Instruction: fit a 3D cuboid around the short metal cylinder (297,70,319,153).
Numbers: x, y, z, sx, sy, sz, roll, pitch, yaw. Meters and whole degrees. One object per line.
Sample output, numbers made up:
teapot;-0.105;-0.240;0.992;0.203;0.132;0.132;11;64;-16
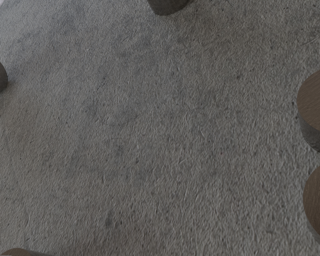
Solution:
short metal cylinder;0.180;-0.016;0.303;0.080;0.050;0.080;-13;56;21

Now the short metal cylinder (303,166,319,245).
short metal cylinder;0.165;0.069;0.259;0.080;0.050;0.080;-13;56;21

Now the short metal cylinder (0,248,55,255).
short metal cylinder;-0.157;0.185;0.357;0.080;0.050;0.080;-13;56;21

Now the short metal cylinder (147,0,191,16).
short metal cylinder;0.011;-0.241;0.530;0.080;0.050;0.080;-13;56;21

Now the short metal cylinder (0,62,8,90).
short metal cylinder;-0.357;-0.104;0.621;0.050;0.080;0.080;-20;54;17
